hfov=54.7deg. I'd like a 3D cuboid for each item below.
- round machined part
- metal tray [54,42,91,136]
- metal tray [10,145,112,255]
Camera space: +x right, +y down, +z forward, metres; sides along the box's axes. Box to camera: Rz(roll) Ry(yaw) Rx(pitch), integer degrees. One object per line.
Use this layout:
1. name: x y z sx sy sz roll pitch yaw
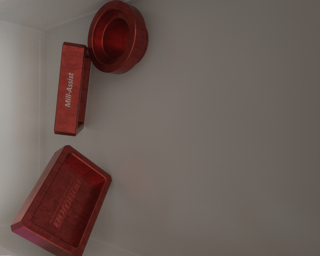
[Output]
1. round machined part: -0.055 -0.125 0.439 0.098 0.042 0.097 0 90 39
2. metal tray: -0.131 -0.059 0.473 0.090 0.030 0.129 -130 47 -80
3. metal tray: -0.127 0.099 0.424 0.030 0.090 0.130 -29 30 36
